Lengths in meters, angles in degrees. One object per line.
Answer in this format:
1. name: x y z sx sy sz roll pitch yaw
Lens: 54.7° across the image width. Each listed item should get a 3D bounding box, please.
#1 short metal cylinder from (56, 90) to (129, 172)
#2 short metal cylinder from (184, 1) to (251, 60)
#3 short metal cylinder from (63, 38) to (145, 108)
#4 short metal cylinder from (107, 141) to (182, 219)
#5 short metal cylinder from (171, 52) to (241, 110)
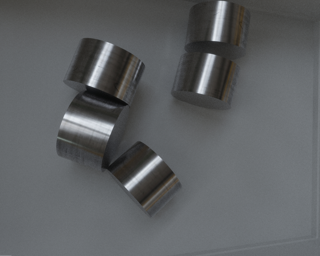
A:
1. short metal cylinder: -0.073 0.003 0.348 0.050 0.080 0.080 20 83 2
2. short metal cylinder: 0.076 -0.126 0.410 0.081 0.080 0.050 9 87 -20
3. short metal cylinder: -0.063 -0.061 0.358 0.080 0.080 0.050 22 83 -19
4. short metal cylinder: -0.020 0.062 0.375 0.050 0.080 0.080 -42 104 -15
5. short metal cylinder: 0.059 -0.059 0.404 0.081 0.080 0.050 17 85 -20
